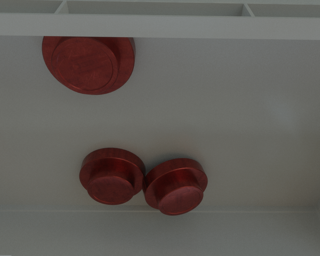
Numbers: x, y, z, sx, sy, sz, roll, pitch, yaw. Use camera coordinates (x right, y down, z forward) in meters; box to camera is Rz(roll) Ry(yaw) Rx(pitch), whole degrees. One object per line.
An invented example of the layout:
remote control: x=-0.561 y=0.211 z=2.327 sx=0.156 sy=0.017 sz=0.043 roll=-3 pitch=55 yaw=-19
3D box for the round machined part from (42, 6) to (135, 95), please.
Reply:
round machined part: x=-0.077 y=-0.075 z=0.333 sx=0.099 sy=0.042 sz=0.097 roll=0 pitch=130 yaw=0

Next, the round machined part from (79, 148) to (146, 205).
round machined part: x=-0.071 y=0.079 z=0.464 sx=0.099 sy=0.042 sz=0.097 roll=0 pitch=130 yaw=0

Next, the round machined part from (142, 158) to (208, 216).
round machined part: x=0.026 y=0.094 z=0.462 sx=0.099 sy=0.042 sz=0.097 roll=-10 pitch=133 yaw=-11
